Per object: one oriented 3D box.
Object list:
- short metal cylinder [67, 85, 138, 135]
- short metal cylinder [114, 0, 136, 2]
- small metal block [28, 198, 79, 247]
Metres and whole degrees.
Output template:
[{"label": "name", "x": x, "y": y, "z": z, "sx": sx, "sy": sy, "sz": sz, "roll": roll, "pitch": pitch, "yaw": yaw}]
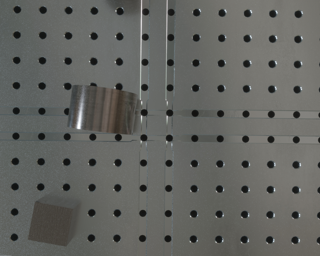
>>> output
[{"label": "short metal cylinder", "x": -0.071, "y": -0.022, "z": 0.385, "sx": 0.080, "sy": 0.080, "sz": 0.050, "roll": 7, "pitch": 90, "yaw": 0}, {"label": "short metal cylinder", "x": -0.048, "y": -0.212, "z": 0.400, "sx": 0.081, "sy": 0.050, "sz": 0.079, "roll": 0, "pitch": 90, "yaw": 0}, {"label": "small metal block", "x": -0.141, "y": 0.124, "z": 0.412, "sx": 0.050, "sy": 0.025, "sz": 0.050, "roll": 11, "pitch": 90, "yaw": 0}]
